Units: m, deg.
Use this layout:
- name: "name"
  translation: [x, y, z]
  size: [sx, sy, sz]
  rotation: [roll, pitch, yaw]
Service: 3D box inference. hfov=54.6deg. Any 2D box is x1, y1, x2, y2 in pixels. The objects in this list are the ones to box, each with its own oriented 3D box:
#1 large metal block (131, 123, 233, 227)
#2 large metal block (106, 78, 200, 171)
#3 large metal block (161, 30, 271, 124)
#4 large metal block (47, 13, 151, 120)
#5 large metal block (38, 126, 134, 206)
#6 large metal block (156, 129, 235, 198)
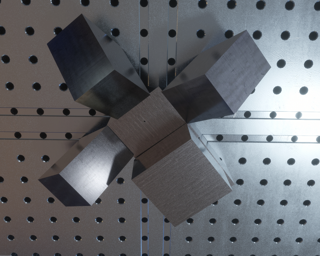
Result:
- name: "large metal block"
  translation: [0.025, 0.055, 0.366]
  size: [0.080, 0.050, 0.080]
  rotation: [-36, 107, 11]
- name: "large metal block"
  translation: [-0.008, -0.004, 0.398]
  size: [0.080, 0.050, 0.080]
  rotation: [-36, 106, 12]
- name: "large metal block"
  translation: [0.062, -0.054, 0.348]
  size: [0.050, 0.080, 0.080]
  rotation: [50, 63, -16]
- name: "large metal block"
  translation: [-0.065, -0.064, 0.344]
  size: [0.050, 0.080, 0.080]
  rotation: [-36, 67, 12]
- name: "large metal block"
  translation: [-0.093, 0.049, 0.385]
  size: [0.050, 0.080, 0.080]
  rotation: [51, 144, -15]
- name: "large metal block"
  translation: [0.041, 0.057, 0.420]
  size: [0.080, 0.050, 0.080]
  rotation: [-35, 105, 11]
